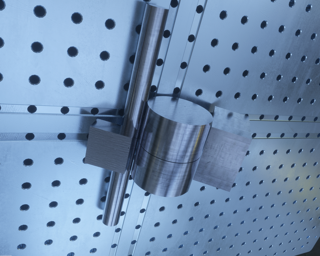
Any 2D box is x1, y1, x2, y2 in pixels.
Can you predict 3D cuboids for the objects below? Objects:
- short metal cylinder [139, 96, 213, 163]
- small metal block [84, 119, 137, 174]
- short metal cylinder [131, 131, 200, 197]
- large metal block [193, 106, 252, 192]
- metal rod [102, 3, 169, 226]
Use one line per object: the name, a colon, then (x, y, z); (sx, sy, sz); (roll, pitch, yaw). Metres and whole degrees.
short metal cylinder: (0.019, 0.000, 0.380); (0.081, 0.080, 0.050); (0, 118, -29)
small metal block: (-0.059, 0.022, 0.373); (0.050, 0.025, 0.050); (16, 114, 3)
short metal cylinder: (0.007, 0.044, 0.402); (0.081, 0.080, 0.050); (0, 118, -29)
large metal block: (0.085, 0.026, 0.424); (0.050, 0.080, 0.079); (18, 115, 5)
metal rod: (-0.037, 0.003, 0.387); (0.025, 0.025, 0.298); (0, 118, -29)
